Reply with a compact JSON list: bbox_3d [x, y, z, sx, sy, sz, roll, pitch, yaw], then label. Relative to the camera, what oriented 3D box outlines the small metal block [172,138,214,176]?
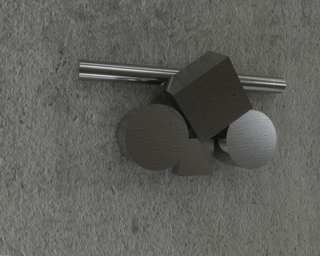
[{"bbox_3d":[0.046,0.039,0.428,0.050,0.025,0.050,2,89,-20],"label":"small metal block"}]

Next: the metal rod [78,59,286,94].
[{"bbox_3d":[0.044,-0.068,0.426,0.302,0.025,0.025,1,90,-20],"label":"metal rod"}]

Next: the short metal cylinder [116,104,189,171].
[{"bbox_3d":[-0.011,0.011,0.392,0.081,0.050,0.079,0,90,-20],"label":"short metal cylinder"}]

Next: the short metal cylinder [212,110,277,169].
[{"bbox_3d":[0.115,0.016,0.439,0.081,0.050,0.079,0,90,-20],"label":"short metal cylinder"}]

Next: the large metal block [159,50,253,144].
[{"bbox_3d":[0.060,-0.041,0.400,0.080,0.050,0.080,-36,119,-3],"label":"large metal block"}]
